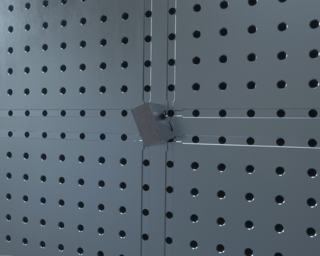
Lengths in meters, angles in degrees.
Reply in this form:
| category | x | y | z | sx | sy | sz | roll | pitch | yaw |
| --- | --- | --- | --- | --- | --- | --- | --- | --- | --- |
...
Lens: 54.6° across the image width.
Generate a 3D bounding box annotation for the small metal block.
| category | x | y | z | sx | sy | sz | roll | pitch | yaw |
| --- | --- | --- | --- | --- | --- | --- | --- | --- | --- |
| small metal block | -0.008 | -0.004 | 0.402 | 0.025 | 0.050 | 0.050 | -24 | 83 | 18 |
